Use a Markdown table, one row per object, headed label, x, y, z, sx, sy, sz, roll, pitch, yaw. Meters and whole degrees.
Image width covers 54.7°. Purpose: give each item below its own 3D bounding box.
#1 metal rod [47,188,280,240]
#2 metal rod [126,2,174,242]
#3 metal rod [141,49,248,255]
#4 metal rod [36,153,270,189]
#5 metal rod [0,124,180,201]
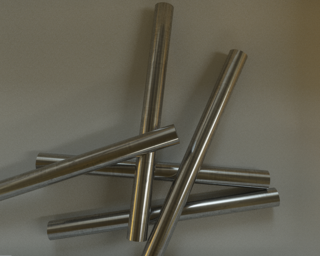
| label | x | y | z | sx | sy | sz | roll | pitch | yaw |
| --- | --- | --- | --- | --- | --- | --- | --- | --- | --- |
| metal rod | 0.005 | 0.113 | 0.410 | 0.302 | 0.025 | 0.025 | -8 | 90 | -1 |
| metal rod | -0.011 | -0.013 | 0.393 | 0.025 | 0.025 | 0.298 | 7 | 84 | -1 |
| metal rod | 0.043 | 0.037 | 0.391 | 0.025 | 0.025 | 0.299 | 24 | 82 | -1 |
| metal rod | -0.008 | 0.057 | 0.410 | 0.302 | 0.025 | 0.025 | 5 | 90 | -1 |
| metal rod | -0.122 | 0.053 | 0.383 | 0.301 | 0.025 | 0.025 | -18 | 90 | 5 |
